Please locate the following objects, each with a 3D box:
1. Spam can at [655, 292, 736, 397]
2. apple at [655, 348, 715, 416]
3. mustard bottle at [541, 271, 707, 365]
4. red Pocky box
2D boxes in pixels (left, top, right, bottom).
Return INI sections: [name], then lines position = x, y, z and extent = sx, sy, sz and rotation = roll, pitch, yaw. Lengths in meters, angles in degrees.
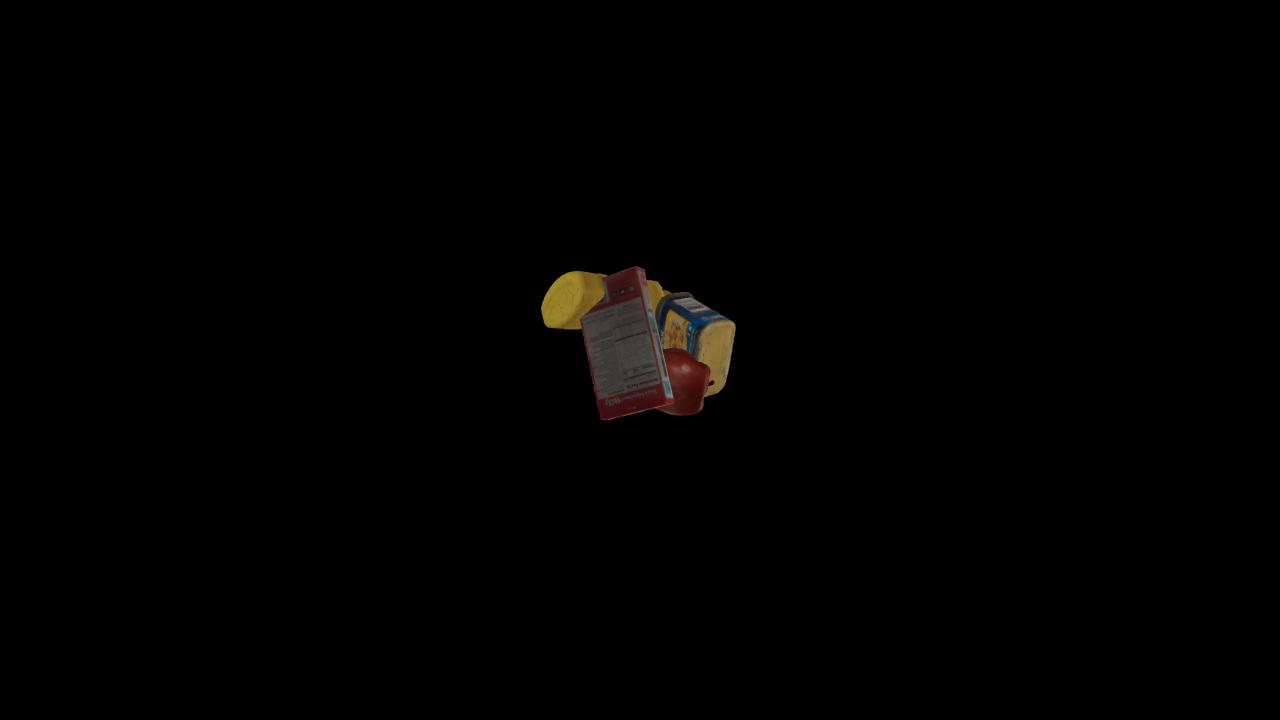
[Spam can]
position = 0.061, -0.018, 0.723
extent = 0.058, 0.101, 0.085
rotation = -13, 32, -30
[apple]
position = 0.038, 0.022, 0.700
extent = 0.093, 0.079, 0.079
rotation = 10, 0, 0
[mustard bottle]
position = -0.020, -0.068, 0.748
extent = 0.184, 0.054, 0.092
rotation = -1, -29, -40
[red Pocky box]
position = -0.019, -0.017, 0.677
extent = 0.083, 0.155, 0.028
rotation = -16, -9, 22
